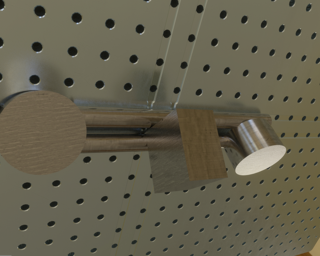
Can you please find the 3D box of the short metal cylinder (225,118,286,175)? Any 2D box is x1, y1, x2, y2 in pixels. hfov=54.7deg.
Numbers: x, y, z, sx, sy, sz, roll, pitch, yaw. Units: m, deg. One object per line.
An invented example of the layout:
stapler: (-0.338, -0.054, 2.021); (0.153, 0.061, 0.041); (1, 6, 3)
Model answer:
short metal cylinder: (0.142, 0.030, 0.474); (0.081, 0.050, 0.080); (-14, 145, -10)

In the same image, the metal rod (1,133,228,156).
metal rod: (-0.036, 0.018, 0.402); (0.303, 0.025, 0.025); (0, 118, -29)

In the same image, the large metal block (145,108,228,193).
large metal block: (0.028, 0.030, 0.370); (0.050, 0.080, 0.080); (1, 160, -29)

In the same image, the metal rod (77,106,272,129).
metal rod: (0.037, -0.012, 0.423); (0.303, 0.025, 0.025); (1, 118, -29)

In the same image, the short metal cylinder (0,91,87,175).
short metal cylinder: (-0.121, 0.002, 0.312); (0.081, 0.050, 0.079); (-4, 97, -28)
